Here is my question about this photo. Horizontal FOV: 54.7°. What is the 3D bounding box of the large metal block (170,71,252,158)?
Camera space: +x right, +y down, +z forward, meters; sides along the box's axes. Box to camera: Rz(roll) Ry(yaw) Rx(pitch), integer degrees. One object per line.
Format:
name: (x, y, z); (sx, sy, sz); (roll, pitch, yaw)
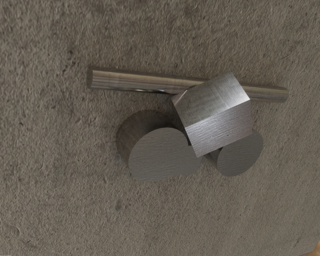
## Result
large metal block: (0.068, -0.015, 0.397); (0.080, 0.050, 0.080); (-24, 145, 3)

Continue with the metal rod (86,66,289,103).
metal rod: (0.056, -0.053, 0.406); (0.303, 0.025, 0.025); (1, 118, -29)

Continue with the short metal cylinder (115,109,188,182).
short metal cylinder: (-0.011, 0.022, 0.399); (0.081, 0.050, 0.079); (-14, 124, -21)

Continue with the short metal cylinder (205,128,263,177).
short metal cylinder: (0.106, 0.026, 0.466); (0.081, 0.050, 0.079); (-14, 124, -21)

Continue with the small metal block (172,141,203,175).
small metal block: (0.034, 0.041, 0.453); (0.050, 0.025, 0.050); (2, 118, -29)
